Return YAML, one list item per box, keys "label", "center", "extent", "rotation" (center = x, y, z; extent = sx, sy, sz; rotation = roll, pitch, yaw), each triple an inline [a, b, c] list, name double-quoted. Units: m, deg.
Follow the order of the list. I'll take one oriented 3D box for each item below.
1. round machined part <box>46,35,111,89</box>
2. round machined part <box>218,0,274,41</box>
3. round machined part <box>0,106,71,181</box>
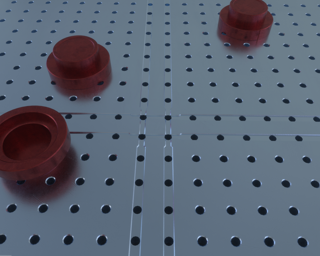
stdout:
- label: "round machined part"
  center: [-0.128, -0.109, 0.486]
  extent: [0.099, 0.042, 0.098]
  rotation: [0, 50, 0]
- label: "round machined part"
  center: [0.160, -0.208, 0.573]
  extent: [0.099, 0.042, 0.098]
  rotation: [0, 50, 0]
- label: "round machined part"
  center: [-0.158, 0.022, 0.376]
  extent: [0.099, 0.042, 0.098]
  rotation: [0, 50, 0]
